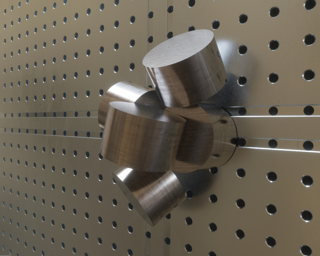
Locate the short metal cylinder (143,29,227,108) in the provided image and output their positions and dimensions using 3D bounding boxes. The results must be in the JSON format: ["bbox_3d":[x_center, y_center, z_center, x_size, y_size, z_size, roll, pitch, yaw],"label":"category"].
[{"bbox_3d":[0.028,-0.066,0.341,0.080,0.080,0.050,3,132,40],"label":"short metal cylinder"}]

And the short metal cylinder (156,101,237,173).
[{"bbox_3d":[0.040,0.010,0.359,0.080,0.050,0.080,-1,88,40],"label":"short metal cylinder"}]

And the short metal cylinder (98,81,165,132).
[{"bbox_3d":[-0.032,-0.016,0.400,0.050,0.081,0.079,24,105,37],"label":"short metal cylinder"}]

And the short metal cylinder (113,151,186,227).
[{"bbox_3d":[-0.014,0.072,0.377,0.080,0.050,0.080,46,160,23],"label":"short metal cylinder"}]

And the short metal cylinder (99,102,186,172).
[{"bbox_3d":[-0.018,0.007,0.322,0.080,0.081,0.050,22,104,38],"label":"short metal cylinder"}]
